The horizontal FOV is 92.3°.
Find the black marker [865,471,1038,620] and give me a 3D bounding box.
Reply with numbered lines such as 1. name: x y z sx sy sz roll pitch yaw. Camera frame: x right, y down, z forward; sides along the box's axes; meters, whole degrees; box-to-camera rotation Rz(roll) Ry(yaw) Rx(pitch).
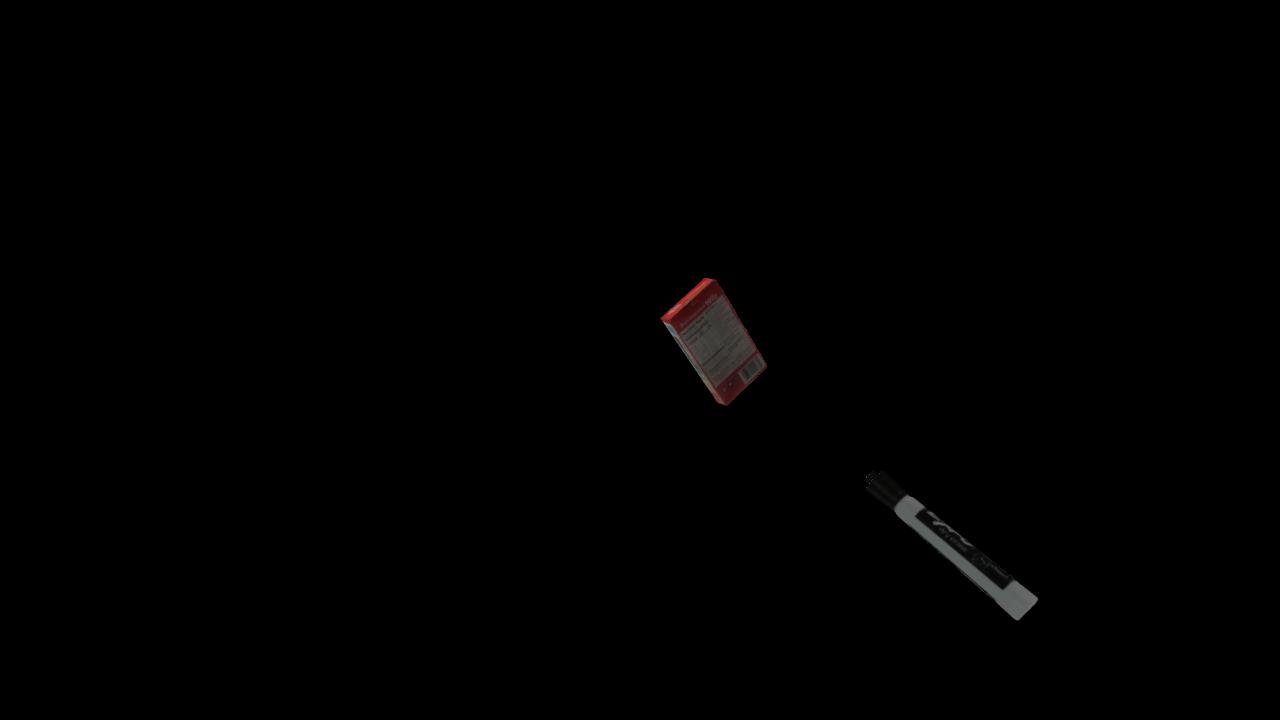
1. black marker: 0.199 0.117 0.406 0.020 0.020 0.121 0 34 -43

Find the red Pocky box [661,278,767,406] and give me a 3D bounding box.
1. red Pocky box: 0.098 -0.022 0.792 0.083 0.155 0.028 -41 28 -11
